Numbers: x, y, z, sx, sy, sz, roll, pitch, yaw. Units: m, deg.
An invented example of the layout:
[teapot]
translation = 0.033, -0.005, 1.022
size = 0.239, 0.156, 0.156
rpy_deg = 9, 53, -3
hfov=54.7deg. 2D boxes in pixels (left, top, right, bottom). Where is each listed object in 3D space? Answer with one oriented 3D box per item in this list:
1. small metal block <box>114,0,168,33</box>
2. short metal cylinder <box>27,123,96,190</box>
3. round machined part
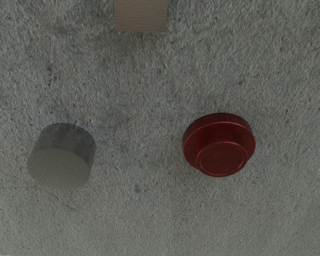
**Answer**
[small metal block]
translation = -0.018, -0.123, 0.302
size = 0.050, 0.025, 0.050
rpy_deg = 2, 130, -2
[short metal cylinder]
translation = -0.132, 0.039, 0.423
size = 0.081, 0.050, 0.079
rpy_deg = 0, 130, 0
[round machined part]
translation = 0.081, 0.030, 0.423
size = 0.099, 0.042, 0.097
rpy_deg = 0, 130, 0
